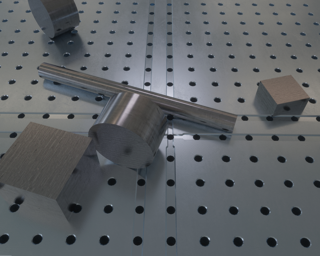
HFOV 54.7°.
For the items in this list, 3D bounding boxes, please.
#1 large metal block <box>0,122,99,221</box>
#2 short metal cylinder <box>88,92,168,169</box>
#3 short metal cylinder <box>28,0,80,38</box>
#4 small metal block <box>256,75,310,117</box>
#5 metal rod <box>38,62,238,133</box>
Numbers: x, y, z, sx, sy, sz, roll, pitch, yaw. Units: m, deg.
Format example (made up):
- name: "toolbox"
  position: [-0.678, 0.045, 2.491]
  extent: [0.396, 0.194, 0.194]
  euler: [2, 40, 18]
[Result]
- name: "large metal block"
  position: [-0.127, 0.047, 0.351]
  extent: [0.080, 0.050, 0.080]
  euler: [14, 51, 11]
- name: "short metal cylinder"
  position: [-0.037, 0.004, 0.368]
  extent: [0.080, 0.080, 0.050]
  euler: [15, 52, 12]
- name: "short metal cylinder"
  position: [-0.186, -0.206, 0.544]
  extent: [0.050, 0.080, 0.080]
  euler: [-36, 59, -26]
- name: "small metal block"
  position: [0.177, -0.047, 0.449]
  extent: [0.050, 0.025, 0.050]
  euler: [-12, 51, -10]
- name: "metal rod"
  position: [-0.040, -0.048, 0.446]
  extent: [0.301, 0.025, 0.025]
  euler: [17, 52, 13]
